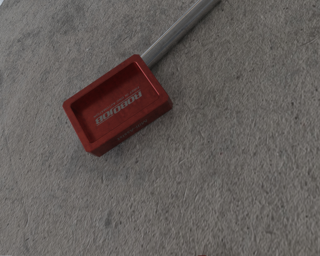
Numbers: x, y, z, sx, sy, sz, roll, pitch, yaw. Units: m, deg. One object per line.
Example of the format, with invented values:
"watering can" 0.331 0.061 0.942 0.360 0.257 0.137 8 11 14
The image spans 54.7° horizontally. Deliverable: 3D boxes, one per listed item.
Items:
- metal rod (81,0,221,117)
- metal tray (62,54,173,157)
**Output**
"metal rod" -0.016 -0.107 0.477 0.300 0.025 0.025 -45 51 -4
"metal tray" -0.060 -0.032 0.431 0.130 0.030 0.090 -34 67 1
